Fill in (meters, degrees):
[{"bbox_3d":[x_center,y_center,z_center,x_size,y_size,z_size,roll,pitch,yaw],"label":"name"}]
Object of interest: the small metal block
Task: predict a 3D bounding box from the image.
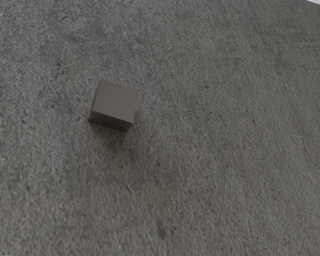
[{"bbox_3d":[-0.058,-0.028,0.389,0.050,0.025,0.050,18,55,-18],"label":"small metal block"}]
